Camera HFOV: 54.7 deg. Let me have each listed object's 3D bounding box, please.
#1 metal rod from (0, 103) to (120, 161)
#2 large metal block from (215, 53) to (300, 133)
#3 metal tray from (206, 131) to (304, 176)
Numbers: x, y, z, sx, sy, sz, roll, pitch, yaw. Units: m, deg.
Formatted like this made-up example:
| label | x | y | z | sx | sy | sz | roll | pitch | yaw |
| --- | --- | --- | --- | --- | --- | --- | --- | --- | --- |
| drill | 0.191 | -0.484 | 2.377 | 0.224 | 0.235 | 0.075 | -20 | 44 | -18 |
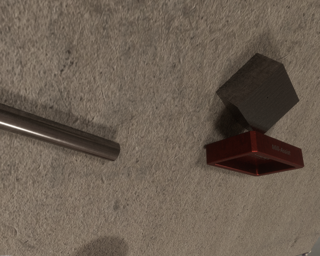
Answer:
| label | x | y | z | sx | sy | sz | roll | pitch | yaw |
| --- | --- | --- | --- | --- | --- | --- | --- | --- | --- |
| metal rod | -0.170 | -0.016 | 0.304 | 0.302 | 0.025 | 0.025 | 23 | 106 | -37 |
| large metal block | 0.140 | -0.045 | 0.442 | 0.080 | 0.050 | 0.080 | -44 | 130 | 2 |
| metal tray | 0.147 | 0.044 | 0.478 | 0.131 | 0.030 | 0.090 | 17 | 153 | -36 |
